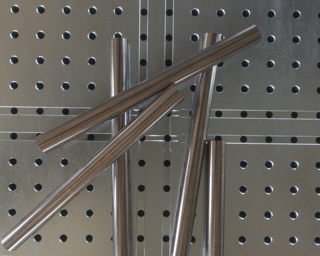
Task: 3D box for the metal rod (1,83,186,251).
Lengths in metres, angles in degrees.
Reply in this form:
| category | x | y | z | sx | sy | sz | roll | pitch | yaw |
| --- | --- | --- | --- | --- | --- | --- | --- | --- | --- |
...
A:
| category | x | y | z | sx | sy | sz | roll | pitch | yaw |
| --- | --- | --- | --- | --- | --- | --- | --- | --- | --- |
| metal rod | -0.088 | 0.054 | 0.392 | 0.300 | 0.025 | 0.025 | -42 | 91 | 7 |

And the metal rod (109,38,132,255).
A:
| category | x | y | z | sx | sy | sz | roll | pitch | yaw |
| --- | --- | --- | --- | --- | --- | --- | --- | --- | --- |
| metal rod | -0.052 | 0.032 | 0.412 | 0.025 | 0.025 | 0.298 | -1 | 90 | -1 |

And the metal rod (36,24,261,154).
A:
| category | x | y | z | sx | sy | sz | roll | pitch | yaw |
| --- | --- | --- | --- | --- | --- | --- | --- | --- | --- |
| metal rod | -0.013 | -0.049 | 0.387 | 0.301 | 0.025 | 0.025 | -28 | 90 | -1 |

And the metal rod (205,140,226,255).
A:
| category | x | y | z | sx | sy | sz | roll | pitch | yaw |
| --- | --- | --- | --- | --- | --- | --- | --- | --- | --- |
| metal rod | 0.073 | 0.166 | 0.414 | 0.025 | 0.025 | 0.298 | 1 | 90 | -1 |

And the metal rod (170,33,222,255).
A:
| category | x | y | z | sx | sy | sz | roll | pitch | yaw |
| --- | --- | --- | --- | --- | --- | --- | --- | --- | --- |
| metal rod | 0.048 | 0.024 | 0.414 | 0.025 | 0.025 | 0.298 | 9 | 90 | -1 |
